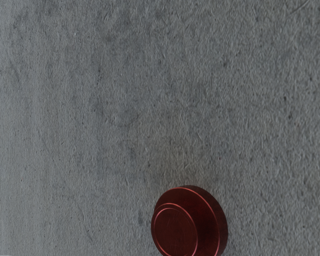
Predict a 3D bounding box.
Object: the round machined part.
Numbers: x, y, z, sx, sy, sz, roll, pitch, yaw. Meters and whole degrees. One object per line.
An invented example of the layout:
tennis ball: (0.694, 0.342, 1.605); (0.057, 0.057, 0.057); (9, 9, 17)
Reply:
round machined part: (0.028, 0.121, 0.372); (0.098, 0.042, 0.097); (0, 90, 40)
